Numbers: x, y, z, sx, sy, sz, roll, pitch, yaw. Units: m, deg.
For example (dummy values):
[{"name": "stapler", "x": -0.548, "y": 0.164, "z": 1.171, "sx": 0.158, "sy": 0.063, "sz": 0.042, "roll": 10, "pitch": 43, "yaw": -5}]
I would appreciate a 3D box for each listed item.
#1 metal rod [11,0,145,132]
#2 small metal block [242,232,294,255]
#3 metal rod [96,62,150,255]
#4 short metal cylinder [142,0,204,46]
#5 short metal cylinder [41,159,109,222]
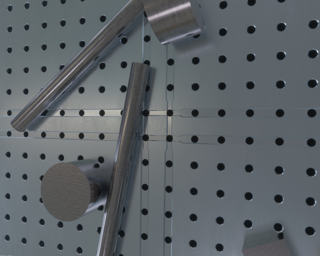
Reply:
[{"name": "metal rod", "x": -0.115, "y": -0.096, "z": 0.452, "sx": 0.300, "sy": 0.025, "sz": 0.025, "roll": -40, "pitch": 78, "yaw": 15}, {"name": "small metal block", "x": 0.132, "y": 0.158, "z": 0.366, "sx": 0.050, "sy": 0.025, "sz": 0.050, "roll": -24, "pitch": 82, "yaw": 18}, {"name": "metal rod", "x": -0.054, "y": 0.059, "z": 0.431, "sx": 0.025, "sy": 0.025, "sz": 0.298, "roll": 12, "pitch": 94, "yaw": 19}, {"name": "short metal cylinder", "x": 0.017, "y": -0.147, "z": 0.377, "sx": 0.050, "sy": 0.080, "sz": 0.080, "roll": -14, "pitch": 85, "yaw": 19}, {"name": "short metal cylinder", "x": -0.120, "y": 0.086, "z": 0.441, "sx": 0.080, "sy": 0.050, "sz": 0.079, "roll": 0, "pitch": 90, "yaw": 19}]
